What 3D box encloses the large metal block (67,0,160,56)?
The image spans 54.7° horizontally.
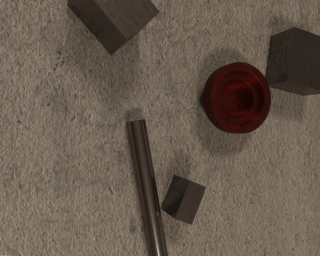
[{"bbox_3d":[-0.057,-0.139,0.359,0.050,0.080,0.080,-45,104,-15],"label":"large metal block"}]

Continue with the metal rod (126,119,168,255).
[{"bbox_3d":[-0.007,0.137,0.407,0.025,0.025,0.298,-11,94,-20],"label":"metal rod"}]

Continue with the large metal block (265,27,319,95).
[{"bbox_3d":[0.215,-0.099,0.477,0.081,0.050,0.080,10,87,-20],"label":"large metal block"}]

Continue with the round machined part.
[{"bbox_3d":[0.104,-0.041,0.440,0.099,0.042,0.097,0,90,-21],"label":"round machined part"}]

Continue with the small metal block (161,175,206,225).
[{"bbox_3d":[0.030,0.093,0.408,0.025,0.050,0.050,25,82,-19],"label":"small metal block"}]
